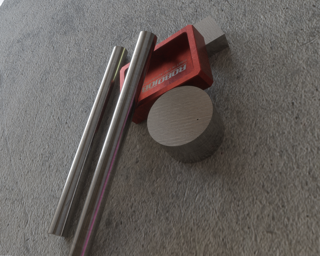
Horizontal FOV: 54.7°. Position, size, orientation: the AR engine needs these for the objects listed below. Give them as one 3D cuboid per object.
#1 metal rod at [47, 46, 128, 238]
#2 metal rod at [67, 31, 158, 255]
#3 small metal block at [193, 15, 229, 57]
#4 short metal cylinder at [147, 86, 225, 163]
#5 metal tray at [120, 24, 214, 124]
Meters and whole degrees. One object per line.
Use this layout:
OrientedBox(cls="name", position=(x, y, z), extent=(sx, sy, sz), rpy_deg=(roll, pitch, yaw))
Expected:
OrientedBox(cls="metal rod", position=(-0.097, 0.003, 0.453), extent=(0.025, 0.025, 0.300), rpy_deg=(-1, 61, 28))
OrientedBox(cls="metal rod", position=(-0.056, 0.016, 0.389), extent=(0.025, 0.025, 0.299), rpy_deg=(9, 76, 32))
OrientedBox(cls="small metal block", position=(0.064, -0.128, 0.449), extent=(0.050, 0.025, 0.050), rpy_deg=(-30, 52, 9))
OrientedBox(cls="short metal cylinder", position=(0.032, -0.004, 0.373), extent=(0.080, 0.050, 0.080), rpy_deg=(-13, 56, 21))
OrientedBox(cls="metal tray", position=(0.003, -0.071, 0.423), extent=(0.130, 0.030, 0.090), rpy_deg=(-26, 52, 29))
